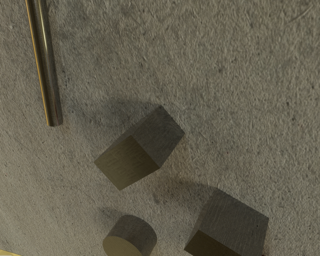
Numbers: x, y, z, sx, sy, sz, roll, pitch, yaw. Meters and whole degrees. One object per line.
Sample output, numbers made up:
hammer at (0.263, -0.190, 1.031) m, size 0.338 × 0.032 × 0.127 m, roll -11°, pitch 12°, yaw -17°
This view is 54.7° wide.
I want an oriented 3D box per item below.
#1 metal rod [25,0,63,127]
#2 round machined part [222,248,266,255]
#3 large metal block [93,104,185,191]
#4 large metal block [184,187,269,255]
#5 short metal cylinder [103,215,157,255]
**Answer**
metal rod at (-0.157, -0.134, 0.404) m, size 0.025 × 0.025 × 0.298 m, roll 16°, pitch 125°, yaw 19°
round machined part at (0.115, 0.205, 0.426) m, size 0.098 × 0.099 × 0.042 m, roll -13°, pitch 104°, yaw 33°
large metal block at (-0.025, 0.025, 0.399) m, size 0.080 × 0.080 × 0.050 m, roll -35°, pitch 99°, yaw 38°
large metal block at (0.089, 0.140, 0.410) m, size 0.080 × 0.080 × 0.050 m, roll 30°, pitch 128°, yaw 9°
short metal cylinder at (-0.052, 0.200, 0.539) m, size 0.080 × 0.050 × 0.079 m, roll 13°, pitch 124°, yaw 20°
